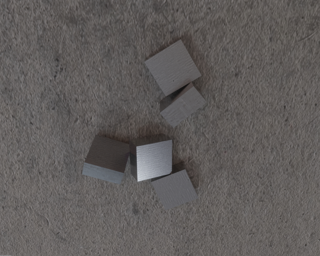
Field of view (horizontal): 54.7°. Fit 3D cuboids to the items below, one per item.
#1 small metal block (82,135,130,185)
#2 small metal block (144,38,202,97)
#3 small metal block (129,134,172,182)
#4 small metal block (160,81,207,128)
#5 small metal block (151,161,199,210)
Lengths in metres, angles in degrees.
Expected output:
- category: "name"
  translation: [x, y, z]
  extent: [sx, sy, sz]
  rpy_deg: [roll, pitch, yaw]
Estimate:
- category: "small metal block"
  translation: [-0.069, 0.041, 0.408]
  extent: [0.050, 0.050, 0.025]
  rpy_deg: [17, 132, -6]
- category: "small metal block"
  translation: [0.016, -0.075, 0.382]
  extent: [0.050, 0.025, 0.050]
  rpy_deg: [-30, 108, 10]
- category: "small metal block"
  translation: [-0.012, 0.039, 0.414]
  extent: [0.050, 0.025, 0.050]
  rpy_deg: [-10, 112, -25]
- category: "small metal block"
  translation: [0.027, -0.032, 0.385]
  extent: [0.050, 0.050, 0.025]
  rpy_deg: [-38, 106, 13]
- category: "small metal block"
  translation: [0.021, 0.082, 0.440]
  extent: [0.050, 0.025, 0.050]
  rpy_deg: [-22, 109, 8]
